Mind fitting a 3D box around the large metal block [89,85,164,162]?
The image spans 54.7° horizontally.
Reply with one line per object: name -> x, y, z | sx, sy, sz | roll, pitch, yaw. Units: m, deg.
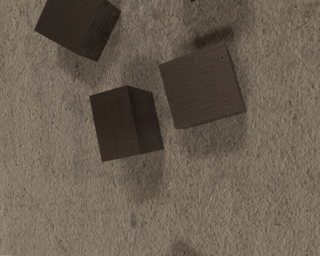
large metal block -> -0.039, -0.005, 0.393 | 0.050, 0.080, 0.080 | -13, 86, 19

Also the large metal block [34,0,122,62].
large metal block -> -0.115, -0.151, 0.435 | 0.080, 0.050, 0.080 | 30, 100, 17

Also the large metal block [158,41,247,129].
large metal block -> 0.053, -0.048, 0.377 | 0.080, 0.050, 0.080 | -16, 85, 19

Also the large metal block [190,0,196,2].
large metal block -> 0.058, -0.200, 0.359 | 0.080, 0.080, 0.050 | -17, 84, 19
